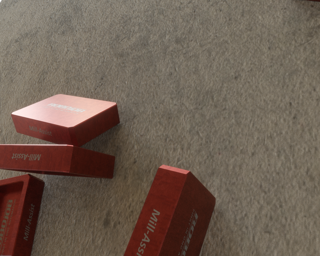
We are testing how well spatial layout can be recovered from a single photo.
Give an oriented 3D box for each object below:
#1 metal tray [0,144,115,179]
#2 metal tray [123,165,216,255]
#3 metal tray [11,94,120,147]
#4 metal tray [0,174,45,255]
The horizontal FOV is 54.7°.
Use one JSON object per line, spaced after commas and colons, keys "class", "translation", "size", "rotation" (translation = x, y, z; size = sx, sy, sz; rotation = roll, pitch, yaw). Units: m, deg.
{"class": "metal tray", "translation": [-0.137, 0.044, 0.401], "size": [0.130, 0.090, 0.030], "rotation": [-1, 76, 27]}
{"class": "metal tray", "translation": [0.008, 0.111, 0.289], "size": [0.030, 0.090, 0.130], "rotation": [9, 66, 32]}
{"class": "metal tray", "translation": [-0.136, -0.015, 0.447], "size": [0.130, 0.030, 0.091], "rotation": [11, 30, 32]}
{"class": "metal tray", "translation": [-0.216, 0.135, 0.428], "size": [0.090, 0.030, 0.130], "rotation": [-14, 56, 20]}
